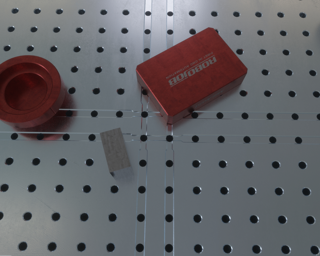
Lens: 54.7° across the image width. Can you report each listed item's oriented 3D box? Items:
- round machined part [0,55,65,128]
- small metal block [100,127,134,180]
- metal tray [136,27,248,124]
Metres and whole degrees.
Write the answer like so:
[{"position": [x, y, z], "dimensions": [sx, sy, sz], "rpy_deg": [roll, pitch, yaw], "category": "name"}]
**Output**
[{"position": [-0.177, -0.045, 0.418], "dimensions": [0.099, 0.042, 0.098], "rpy_deg": [0, 70, 0], "category": "round machined part"}, {"position": [-0.053, 0.033, 0.386], "dimensions": [0.025, 0.050, 0.050], "rpy_deg": [-16, 71, -6], "category": "small metal block"}, {"position": [0.044, -0.076, 0.437], "dimensions": [0.131, 0.030, 0.090], "rpy_deg": [-31, 73, -11], "category": "metal tray"}]
